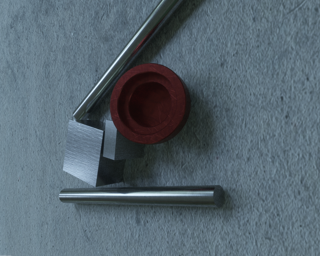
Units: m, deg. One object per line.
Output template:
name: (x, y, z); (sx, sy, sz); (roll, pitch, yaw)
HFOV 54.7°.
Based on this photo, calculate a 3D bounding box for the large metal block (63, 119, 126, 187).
large metal block: (-0.097, 0.034, 0.466); (0.080, 0.050, 0.079); (15, 100, 38)

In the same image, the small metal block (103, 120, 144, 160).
small metal block: (-0.048, 0.015, 0.425); (0.025, 0.050, 0.050); (10, 96, 44)

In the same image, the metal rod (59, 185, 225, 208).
metal rod: (-0.049, 0.097, 0.442); (0.300, 0.025, 0.025); (-10, 84, 39)

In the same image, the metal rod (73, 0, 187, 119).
metal rod: (-0.039, -0.108, 0.434); (0.299, 0.025, 0.025); (-43, 64, 31)

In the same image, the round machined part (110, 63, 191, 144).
round machined part: (-0.009, -0.028, 0.387); (0.098, 0.042, 0.097); (-2, 84, 20)
